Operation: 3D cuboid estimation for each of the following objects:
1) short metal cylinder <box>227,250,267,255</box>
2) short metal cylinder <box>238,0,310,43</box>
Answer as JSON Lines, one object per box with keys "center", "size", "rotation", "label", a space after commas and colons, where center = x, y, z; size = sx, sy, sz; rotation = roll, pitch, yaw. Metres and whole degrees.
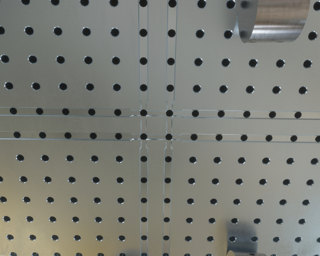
{"center": [0.133, 0.230, 0.470], "size": [0.050, 0.080, 0.079], "rotation": [6, 110, -2], "label": "short metal cylinder"}
{"center": [0.120, -0.133, 0.336], "size": [0.050, 0.080, 0.079], "rotation": [-1, 110, 0], "label": "short metal cylinder"}
